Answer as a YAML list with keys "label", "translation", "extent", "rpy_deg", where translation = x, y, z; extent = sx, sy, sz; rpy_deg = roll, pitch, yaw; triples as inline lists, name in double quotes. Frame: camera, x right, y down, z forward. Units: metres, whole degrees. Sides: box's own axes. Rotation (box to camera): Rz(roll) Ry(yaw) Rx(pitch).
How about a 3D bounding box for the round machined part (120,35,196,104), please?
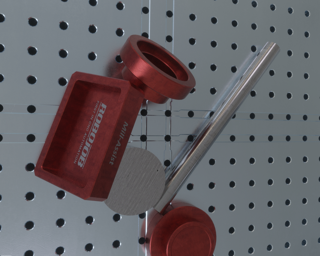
- label: "round machined part"
  translation: [-0.008, -0.067, 0.382]
  extent: [0.098, 0.098, 0.042]
  rpy_deg: [30, 118, -18]

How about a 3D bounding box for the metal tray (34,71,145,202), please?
- label: "metal tray"
  translation: [-0.080, 0.006, 0.349]
  extent: [0.030, 0.090, 0.129]
  rpy_deg: [30, 77, -58]

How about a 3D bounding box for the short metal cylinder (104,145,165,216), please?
- label: "short metal cylinder"
  translation: [-0.040, 0.062, 0.385]
  extent: [0.081, 0.050, 0.079]
  rpy_deg: [0, 90, -20]

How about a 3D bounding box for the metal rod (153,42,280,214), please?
- label: "metal rod"
  translation: [0.083, -0.008, 0.443]
  extent: [0.025, 0.025, 0.300]
  rpy_deg: [42, 77, -16]

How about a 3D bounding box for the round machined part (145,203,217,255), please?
- label: "round machined part"
  translation: [0.033, 0.154, 0.417]
  extent: [0.099, 0.042, 0.097]
  rpy_deg: [0, 90, -20]
